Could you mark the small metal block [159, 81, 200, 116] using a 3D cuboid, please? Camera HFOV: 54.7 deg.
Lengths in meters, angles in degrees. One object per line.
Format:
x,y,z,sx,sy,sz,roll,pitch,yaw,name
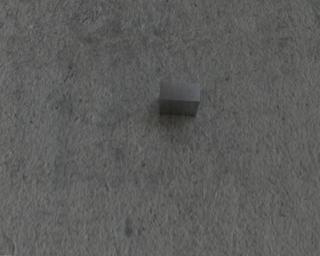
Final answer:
0.025,-0.037,0.409,0.050,0.050,0.025,3,70,1,small metal block
